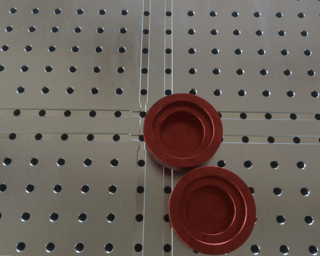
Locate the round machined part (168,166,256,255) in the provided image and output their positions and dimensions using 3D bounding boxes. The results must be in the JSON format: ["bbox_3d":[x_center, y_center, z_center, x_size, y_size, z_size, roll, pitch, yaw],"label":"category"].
[{"bbox_3d":[0.059,0.098,0.368,0.099,0.042,0.098,0,70,-1],"label":"round machined part"}]

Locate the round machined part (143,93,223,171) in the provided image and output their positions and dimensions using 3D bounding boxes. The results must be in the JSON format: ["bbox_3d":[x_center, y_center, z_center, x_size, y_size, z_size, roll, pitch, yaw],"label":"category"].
[{"bbox_3d":[0.028,0.008,0.400,0.099,0.042,0.098,0,70,0],"label":"round machined part"}]
